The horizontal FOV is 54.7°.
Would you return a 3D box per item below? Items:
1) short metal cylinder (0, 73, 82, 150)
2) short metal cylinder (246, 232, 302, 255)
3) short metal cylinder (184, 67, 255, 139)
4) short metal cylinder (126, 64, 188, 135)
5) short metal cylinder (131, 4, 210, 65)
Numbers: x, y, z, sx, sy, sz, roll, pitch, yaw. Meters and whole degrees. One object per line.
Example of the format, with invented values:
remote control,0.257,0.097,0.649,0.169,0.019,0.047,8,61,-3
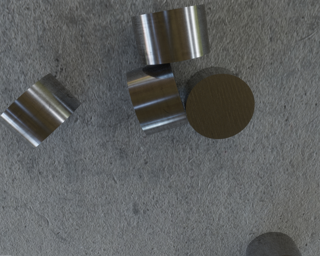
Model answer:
short metal cylinder,-0.142,-0.020,0.372,0.080,0.080,0.050,-40,106,13
short metal cylinder,0.179,0.209,0.475,0.081,0.050,0.079,0,110,0
short metal cylinder,0.070,-0.032,0.385,0.081,0.050,0.079,0,110,0
short metal cylinder,-0.002,-0.036,0.367,0.050,0.080,0.080,-17,109,6
short metal cylinder,0.012,-0.104,0.342,0.080,0.080,0.050,-9,110,3
